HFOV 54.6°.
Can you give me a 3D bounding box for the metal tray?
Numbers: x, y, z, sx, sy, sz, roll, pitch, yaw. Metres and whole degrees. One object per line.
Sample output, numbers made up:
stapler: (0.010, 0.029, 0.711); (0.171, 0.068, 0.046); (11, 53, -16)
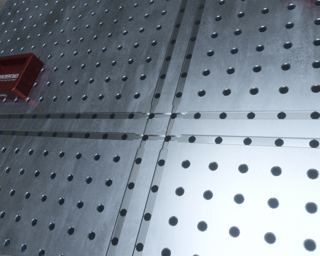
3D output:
metal tray: (-0.310, -0.105, 0.633); (0.130, 0.030, 0.090); (2, 62, 29)
